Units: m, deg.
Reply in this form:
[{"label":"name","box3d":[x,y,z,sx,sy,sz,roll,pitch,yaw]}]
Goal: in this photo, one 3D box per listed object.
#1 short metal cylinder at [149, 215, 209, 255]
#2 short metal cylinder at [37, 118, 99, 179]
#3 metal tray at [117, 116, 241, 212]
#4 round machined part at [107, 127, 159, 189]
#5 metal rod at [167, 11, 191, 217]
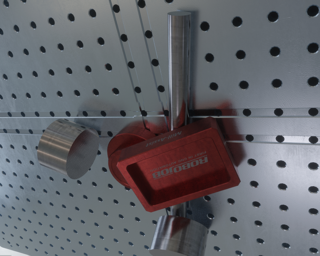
[{"label":"short metal cylinder","box3d":[0.029,0.172,0.468,0.080,0.050,0.080,12,146,8]},{"label":"short metal cylinder","box3d":[-0.136,0.031,0.466,0.050,0.080,0.079,18,126,18]},{"label":"metal tray","box3d":[0.024,0.049,0.392,0.130,0.030,0.090,-21,115,15]},{"label":"round machined part","box3d":[-0.036,0.051,0.450,0.098,0.042,0.097,13,124,21]},{"label":"metal rod","box3d":[0.025,0.007,0.402,0.025,0.025,0.298,12,124,22]}]
